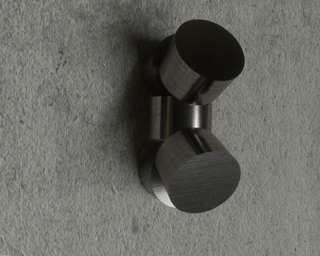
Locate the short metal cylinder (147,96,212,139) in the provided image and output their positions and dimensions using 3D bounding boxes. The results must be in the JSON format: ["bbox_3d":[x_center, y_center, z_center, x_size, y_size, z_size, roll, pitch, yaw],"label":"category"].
[{"bbox_3d":[0.025,-0.011,0.391,0.081,0.080,0.050,2,90,-20],"label":"short metal cylinder"}]

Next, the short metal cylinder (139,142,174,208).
[{"bbox_3d":[0.018,0.058,0.404,0.081,0.050,0.080,0,90,-20],"label":"short metal cylinder"}]

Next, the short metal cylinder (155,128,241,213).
[{"bbox_3d":[0.040,0.046,0.341,0.081,0.050,0.079,-8,120,-14],"label":"short metal cylinder"}]

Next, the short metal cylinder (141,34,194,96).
[{"bbox_3d":[0.021,-0.077,0.405,0.081,0.050,0.080,0,90,-20],"label":"short metal cylinder"}]

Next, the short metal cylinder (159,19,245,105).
[{"bbox_3d":[0.045,-0.072,0.344,0.081,0.050,0.080,9,62,-17],"label":"short metal cylinder"}]
